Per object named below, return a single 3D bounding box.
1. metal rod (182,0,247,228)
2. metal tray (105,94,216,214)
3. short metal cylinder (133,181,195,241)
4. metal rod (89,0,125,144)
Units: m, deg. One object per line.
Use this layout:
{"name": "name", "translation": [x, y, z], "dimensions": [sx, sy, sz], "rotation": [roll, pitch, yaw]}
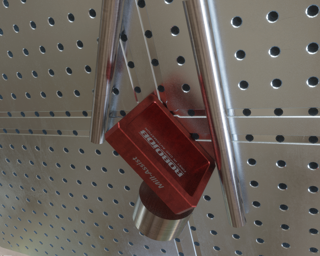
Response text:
{"name": "metal rod", "translation": [0.072, 0.000, 0.373], "dimensions": [0.025, 0.025, 0.298], "rotation": [-2, 118, 29]}
{"name": "metal tray", "translation": [0.006, 0.029, 0.384], "dimensions": [0.130, 0.090, 0.030], "rotation": [48, 129, -6]}
{"name": "short metal cylinder", "translation": [0.005, 0.112, 0.442], "dimensions": [0.080, 0.080, 0.050], "rotation": [26, 128, 12]}
{"name": "metal rod", "translation": [-0.064, -0.100, 0.383], "dimensions": [0.025, 0.025, 0.298], "rotation": [25, 127, 13]}
